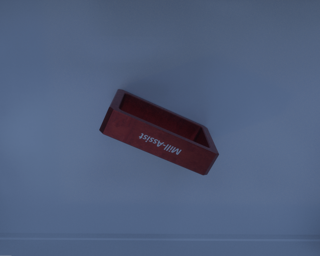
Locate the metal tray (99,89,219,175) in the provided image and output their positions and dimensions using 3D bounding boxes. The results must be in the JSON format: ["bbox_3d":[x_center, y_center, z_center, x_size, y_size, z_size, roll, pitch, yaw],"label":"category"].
[{"bbox_3d":[0.000,0.002,0.374,0.131,0.090,0.030,23,108,-9],"label":"metal tray"}]
